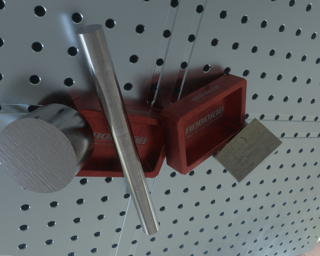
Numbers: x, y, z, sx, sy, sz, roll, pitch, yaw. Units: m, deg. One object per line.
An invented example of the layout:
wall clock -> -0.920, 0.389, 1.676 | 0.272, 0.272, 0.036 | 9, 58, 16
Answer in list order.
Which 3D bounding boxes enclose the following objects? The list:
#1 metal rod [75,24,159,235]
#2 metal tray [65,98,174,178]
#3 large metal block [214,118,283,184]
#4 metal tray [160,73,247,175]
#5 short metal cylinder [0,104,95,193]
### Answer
metal rod -> -0.039, 0.028, 0.368 | 0.025, 0.025, 0.298 | -23, 127, -15
metal tray -> -0.051, 0.017, 0.390 | 0.131, 0.030, 0.089 | 7, 115, -32
large metal block -> 0.132, 0.038, 0.468 | 0.080, 0.050, 0.080 | -44, 160, 2
metal tray -> 0.063, -0.008, 0.413 | 0.131, 0.030, 0.089 | -31, 131, -30
short metal cylinder -> -0.115, 0.020, 0.321 | 0.080, 0.050, 0.079 | 3, 110, 8
